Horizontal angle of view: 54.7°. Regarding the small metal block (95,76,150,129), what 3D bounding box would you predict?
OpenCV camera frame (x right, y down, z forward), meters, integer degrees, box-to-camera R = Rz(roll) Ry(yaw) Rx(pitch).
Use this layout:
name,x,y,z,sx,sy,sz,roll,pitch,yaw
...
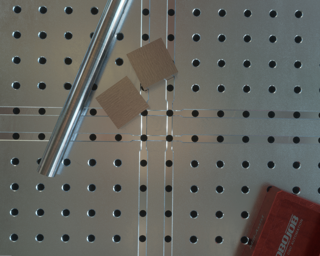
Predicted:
name,x,y,z,sx,sy,sz,roll,pitch,yaw
small metal block,-0.049,-0.033,0.413,0.050,0.025,0.050,-36,90,0

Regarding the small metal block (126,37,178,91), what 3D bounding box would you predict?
name,x,y,z,sx,sy,sz,roll,pitch,yaw
small metal block,-0.010,-0.084,0.413,0.050,0.025,0.050,-26,90,0

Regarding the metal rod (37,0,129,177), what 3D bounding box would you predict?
name,x,y,z,sx,sy,sz,roll,pitch,yaw
metal rod,-0.094,-0.078,0.412,0.025,0.025,0.299,23,90,0

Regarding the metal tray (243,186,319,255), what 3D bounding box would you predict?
name,x,y,z,sx,sy,sz,roll,pitch,yaw
metal tray,0.170,0.154,0.411,0.090,0.030,0.129,22,90,0
